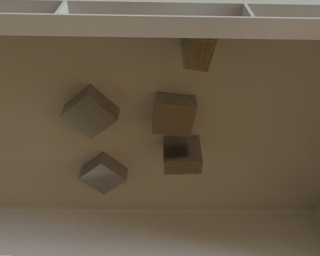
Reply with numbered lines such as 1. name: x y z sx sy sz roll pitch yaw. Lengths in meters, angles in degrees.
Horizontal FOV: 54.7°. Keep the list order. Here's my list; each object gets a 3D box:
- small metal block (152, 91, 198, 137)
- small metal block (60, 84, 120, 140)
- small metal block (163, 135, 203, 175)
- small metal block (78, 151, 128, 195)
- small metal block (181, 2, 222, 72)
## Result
1. small metal block: 0.017 -0.017 0.395 0.050 0.025 0.050 5 130 -5
2. small metal block: -0.088 -0.019 0.392 0.050 0.025 0.050 -33 123 24
3. small metal block: 0.030 0.036 0.423 0.050 0.050 0.025 -1 130 1
4. small metal block: -0.085 0.069 0.467 0.050 0.025 0.050 -34 123 25
5. small metal block: 0.040 -0.093 0.314 0.025 0.050 0.050 7 130 -6
